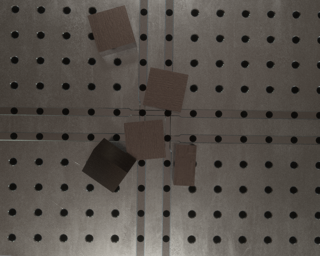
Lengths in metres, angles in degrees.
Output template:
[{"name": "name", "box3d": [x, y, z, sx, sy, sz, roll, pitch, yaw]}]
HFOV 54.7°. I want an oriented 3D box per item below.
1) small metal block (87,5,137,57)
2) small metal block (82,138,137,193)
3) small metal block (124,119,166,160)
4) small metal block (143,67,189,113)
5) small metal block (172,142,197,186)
[{"name": "small metal block", "box3d": [-0.063, -0.128, 0.412, 0.050, 0.025, 0.050, -16, 90, -1]}, {"name": "small metal block", "box3d": [-0.066, 0.049, 0.399, 0.050, 0.025, 0.050, 35, 130, -1]}, {"name": "small metal block", "box3d": [-0.020, 0.016, 0.413, 0.050, 0.025, 0.050, -5, 90, -1]}, {"name": "small metal block", "box3d": [0.007, -0.050, 0.413, 0.050, 0.025, 0.050, 12, 90, -1]}, {"name": "small metal block", "box3d": [0.031, 0.045, 0.401, 0.025, 0.050, 0.050, 3, 90, 0]}]
